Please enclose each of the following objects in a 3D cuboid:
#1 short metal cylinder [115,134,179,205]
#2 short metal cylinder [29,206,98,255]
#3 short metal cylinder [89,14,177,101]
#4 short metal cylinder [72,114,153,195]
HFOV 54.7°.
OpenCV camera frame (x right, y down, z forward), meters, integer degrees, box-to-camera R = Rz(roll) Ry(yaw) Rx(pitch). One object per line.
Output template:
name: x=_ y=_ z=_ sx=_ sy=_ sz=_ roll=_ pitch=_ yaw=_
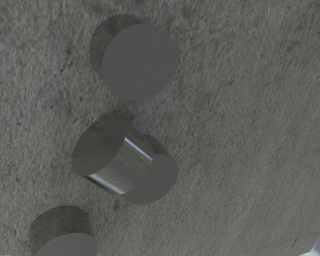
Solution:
short metal cylinder: x=-0.022 y=0.055 z=0.414 sx=0.081 sy=0.050 sz=0.079 roll=-14 pitch=125 yaw=-21
short metal cylinder: x=-0.130 y=0.152 z=0.415 sx=0.081 sy=0.050 sz=0.079 roll=-14 pitch=125 yaw=-21
short metal cylinder: x=-0.029 y=-0.075 z=0.329 sx=0.081 sy=0.050 sz=0.079 roll=-14 pitch=125 yaw=-21
short metal cylinder: x=-0.055 y=0.030 z=0.361 sx=0.080 sy=0.080 sz=0.050 roll=-44 pitch=129 yaw=2
